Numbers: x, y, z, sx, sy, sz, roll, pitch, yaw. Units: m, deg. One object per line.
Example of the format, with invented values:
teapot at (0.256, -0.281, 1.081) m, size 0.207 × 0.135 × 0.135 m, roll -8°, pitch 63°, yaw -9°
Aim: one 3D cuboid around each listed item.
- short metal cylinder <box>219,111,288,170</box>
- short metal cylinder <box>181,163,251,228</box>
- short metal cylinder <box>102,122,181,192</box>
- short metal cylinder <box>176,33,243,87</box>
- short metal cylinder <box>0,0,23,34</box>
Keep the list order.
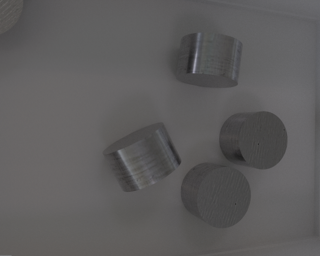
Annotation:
short metal cylinder at (0.134, 0.017, 0.446) m, size 0.081 × 0.050 × 0.080 m, roll 0°, pitch 90°, yaw -20°
short metal cylinder at (0.076, 0.090, 0.425) m, size 0.081 × 0.050 × 0.080 m, roll 0°, pitch 90°, yaw -20°
short metal cylinder at (-0.021, 0.033, 0.373) m, size 0.080 × 0.080 × 0.050 m, roll -29°, pitch 100°, yaw -18°
short metal cylinder at (0.064, -0.086, 0.404) m, size 0.081 × 0.080 × 0.050 m, roll 9°, pitch 87°, yaw -20°
short metal cylinder at (-0.185, -0.138, 0.309) m, size 0.081 × 0.050 × 0.079 m, roll -19°, pitch 131°, yaw -24°
